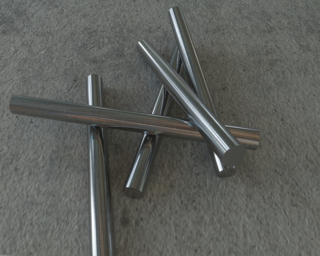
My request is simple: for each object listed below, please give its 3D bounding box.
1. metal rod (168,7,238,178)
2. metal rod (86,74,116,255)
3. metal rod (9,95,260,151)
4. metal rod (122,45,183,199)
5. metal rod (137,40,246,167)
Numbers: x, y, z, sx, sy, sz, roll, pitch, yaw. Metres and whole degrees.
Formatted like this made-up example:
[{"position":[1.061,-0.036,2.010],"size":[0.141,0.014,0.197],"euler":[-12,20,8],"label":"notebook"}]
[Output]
[{"position":[0.052,-0.071,0.441],"size":[0.025,0.025,0.299],"euler":[-8,57,-7],"label":"metal rod"},{"position":[-0.073,0.043,0.365],"size":[0.025,0.025,0.300],"euler":[-7,50,-6],"label":"metal rod"},{"position":[-0.037,-0.008,0.374],"size":[0.302,0.025,0.025],"euler":[8,51,8],"label":"metal rod"},{"position":[0.007,-0.039,0.436],"size":[0.025,0.025,0.300],"euler":[11,51,9],"label":"metal rod"},{"position":[0.021,-0.055,0.402],"size":[0.025,0.025,0.300],"euler":[-15,37,-12],"label":"metal rod"}]
